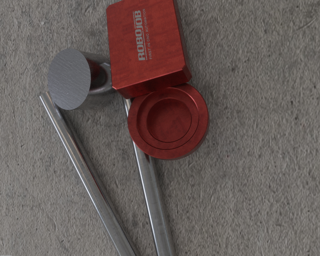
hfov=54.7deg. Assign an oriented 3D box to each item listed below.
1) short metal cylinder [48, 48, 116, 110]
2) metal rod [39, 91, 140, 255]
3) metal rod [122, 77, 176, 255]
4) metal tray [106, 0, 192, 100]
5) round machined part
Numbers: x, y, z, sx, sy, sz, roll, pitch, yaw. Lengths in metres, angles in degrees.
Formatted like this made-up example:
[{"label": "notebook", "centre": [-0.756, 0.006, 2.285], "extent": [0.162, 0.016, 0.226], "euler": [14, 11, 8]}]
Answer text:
[{"label": "short metal cylinder", "centre": [-0.107, -0.065, 0.425], "extent": [0.080, 0.050, 0.079], "euler": [2, 94, 31]}, {"label": "metal rod", "centre": [-0.097, 0.078, 0.443], "extent": [0.025, 0.025, 0.299], "euler": [-33, 80, 17]}, {"label": "metal rod", "centre": [-0.020, 0.042, 0.416], "extent": [0.025, 0.025, 0.298], "euler": [-14, 85, 19]}, {"label": "metal tray", "centre": [-0.017, -0.108, 0.387], "extent": [0.090, 0.030, 0.130], "euler": [-14, 66, 14]}, {"label": "round machined part", "centre": [0.013, -0.008, 0.388], "extent": [0.098, 0.042, 0.098], "euler": [-3, 78, 12]}]
